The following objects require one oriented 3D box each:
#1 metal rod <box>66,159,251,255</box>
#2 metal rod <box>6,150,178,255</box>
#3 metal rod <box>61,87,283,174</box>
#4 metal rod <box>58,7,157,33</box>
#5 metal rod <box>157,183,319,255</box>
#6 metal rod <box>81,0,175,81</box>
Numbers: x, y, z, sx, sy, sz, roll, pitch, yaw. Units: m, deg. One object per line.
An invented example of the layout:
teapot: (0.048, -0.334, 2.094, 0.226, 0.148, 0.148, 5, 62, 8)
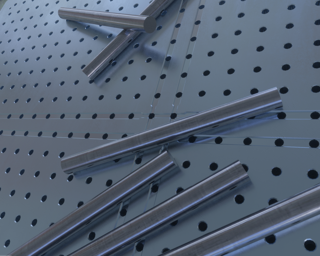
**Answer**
metal rod: (-0.037, 0.121, 0.354, 0.300, 0.025, 0.025, -31, 52, 8)
metal rod: (-0.109, 0.120, 0.393, 0.300, 0.025, 0.025, -34, 51, 6)
metal rod: (0.002, 0.009, 0.402, 0.300, 0.025, 0.025, -18, 55, 17)
metal rod: (-0.112, -0.203, 0.571, 0.300, 0.025, 0.025, 26, 76, 44)
metal rod: (0.037, 0.126, 0.312, 0.300, 0.025, 0.025, -28, 52, 10)
metal rod: (-0.020, -0.196, 0.540, 0.300, 0.025, 0.025, -45, 51, -4)
